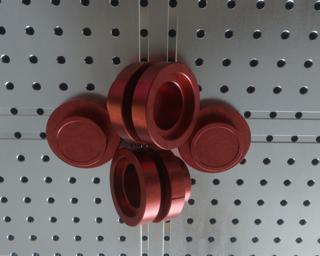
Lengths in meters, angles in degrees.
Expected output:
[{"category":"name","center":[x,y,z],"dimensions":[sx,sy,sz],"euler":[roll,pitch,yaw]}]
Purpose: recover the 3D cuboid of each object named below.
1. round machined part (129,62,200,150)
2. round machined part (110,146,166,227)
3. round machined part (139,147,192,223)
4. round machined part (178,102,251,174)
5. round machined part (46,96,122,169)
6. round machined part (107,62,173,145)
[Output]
[{"category":"round machined part","center":[0.002,-0.027,0.357],"dimensions":[0.042,0.099,0.097],"euler":[11,116,39]},{"category":"round machined part","center":[-0.025,0.072,0.396],"dimensions":[0.042,0.098,0.097],"euler":[-3,114,-33]},{"category":"round machined part","center":[0.005,0.072,0.411],"dimensions":[0.042,0.098,0.097],"euler":[-3,114,-33]},{"category":"round machined part","center":[0.072,0.018,0.411],"dimensions":[0.099,0.042,0.097],"euler":[0,110,0]},{"category":"round machined part","center":[-0.101,0.011,0.407],"dimensions":[0.099,0.042,0.097],"euler":[0,110,0]},{"category":"round machined part","center":[-0.025,-0.031,0.375],"dimensions":[0.042,0.099,0.097],"euler":[11,116,39]}]
